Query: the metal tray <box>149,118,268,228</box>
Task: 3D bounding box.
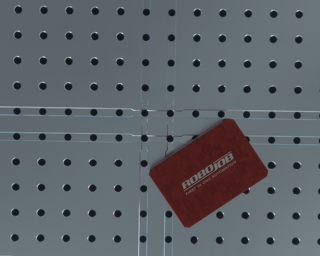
[{"bbox_3d":[0.062,0.058,0.411,0.130,0.030,0.090,-34,90,0],"label":"metal tray"}]
